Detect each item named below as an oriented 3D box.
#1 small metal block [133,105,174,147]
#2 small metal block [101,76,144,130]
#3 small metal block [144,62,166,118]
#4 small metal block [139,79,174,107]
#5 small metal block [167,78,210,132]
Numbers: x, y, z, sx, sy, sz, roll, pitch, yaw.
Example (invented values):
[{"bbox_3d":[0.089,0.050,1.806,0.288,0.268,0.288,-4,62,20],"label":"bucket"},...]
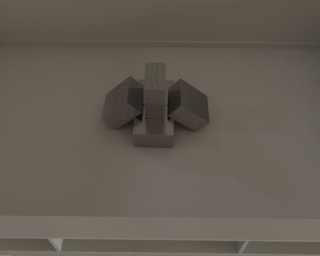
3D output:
[{"bbox_3d":[-0.007,-0.003,0.405,0.050,0.025,0.050,2,50,2],"label":"small metal block"},{"bbox_3d":[-0.049,-0.033,0.412,0.050,0.025,0.050,-30,41,32],"label":"small metal block"},{"bbox_3d":[-0.006,-0.047,0.393,0.025,0.050,0.050,1,50,0],"label":"small metal block"},{"bbox_3d":[-0.006,-0.042,0.437,0.050,0.025,0.050,2,50,1],"label":"small metal block"},{"bbox_3d":[0.038,-0.030,0.413,0.050,0.025,0.050,29,44,-28],"label":"small metal block"}]
